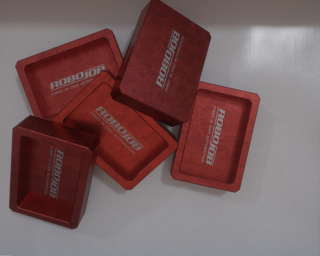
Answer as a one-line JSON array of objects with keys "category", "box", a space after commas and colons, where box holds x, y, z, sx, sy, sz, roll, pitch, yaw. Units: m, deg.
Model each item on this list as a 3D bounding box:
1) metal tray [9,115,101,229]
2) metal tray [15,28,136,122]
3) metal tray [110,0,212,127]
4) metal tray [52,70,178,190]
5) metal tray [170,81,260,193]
[{"category": "metal tray", "box": [-0.130, 0.057, 0.376, 0.090, 0.030, 0.129, 17, 118, -1]}, {"category": "metal tray", "box": [-0.108, -0.064, 0.406, 0.131, 0.030, 0.090, -21, 90, -1]}, {"category": "metal tray", "box": [0.005, -0.077, 0.373, 0.090, 0.030, 0.130, 25, 70, -23]}, {"category": "metal tray", "box": [-0.053, 0.004, 0.385, 0.090, 0.030, 0.130, -43, 105, 6]}, {"category": "metal tray", "box": [0.071, 0.011, 0.408, 0.091, 0.030, 0.129, 13, 90, -1]}]
